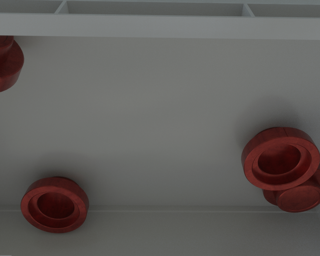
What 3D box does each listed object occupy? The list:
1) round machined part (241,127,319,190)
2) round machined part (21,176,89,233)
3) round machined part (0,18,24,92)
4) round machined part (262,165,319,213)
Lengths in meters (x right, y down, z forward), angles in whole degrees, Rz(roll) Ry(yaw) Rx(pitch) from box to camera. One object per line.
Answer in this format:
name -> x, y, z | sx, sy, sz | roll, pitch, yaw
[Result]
round machined part -> 0.162, 0.037, 0.427 | 0.099, 0.042, 0.097 | 1, 126, 1
round machined part -> -0.161, 0.115, 0.487 | 0.099, 0.042, 0.097 | -1, 119, -1
round machined part -> -0.179, -0.080, 0.291 | 0.099, 0.098, 0.042 | 25, 126, -20
round machined part -> 0.211, 0.095, 0.480 | 0.099, 0.042, 0.097 | 0, 130, 0
